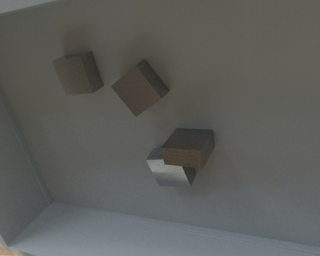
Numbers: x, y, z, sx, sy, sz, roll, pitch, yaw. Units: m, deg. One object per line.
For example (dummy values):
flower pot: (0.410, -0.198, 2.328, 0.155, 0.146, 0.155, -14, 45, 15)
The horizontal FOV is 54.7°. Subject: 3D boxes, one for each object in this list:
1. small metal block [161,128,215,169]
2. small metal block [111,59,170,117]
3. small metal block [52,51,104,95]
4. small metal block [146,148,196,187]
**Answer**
small metal block: (0.036, 0.024, 0.388, 0.050, 0.050, 0.025, 3, 119, 27)
small metal block: (-0.025, -0.050, 0.391, 0.050, 0.025, 0.050, -32, 101, 38)
small metal block: (-0.111, -0.074, 0.422, 0.050, 0.025, 0.050, -1, 118, 29)
small metal block: (0.016, 0.054, 0.430, 0.050, 0.025, 0.050, -6, 123, 31)
